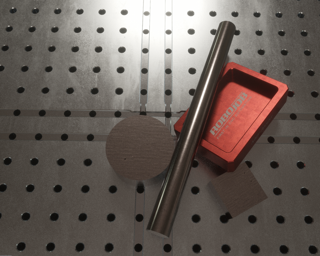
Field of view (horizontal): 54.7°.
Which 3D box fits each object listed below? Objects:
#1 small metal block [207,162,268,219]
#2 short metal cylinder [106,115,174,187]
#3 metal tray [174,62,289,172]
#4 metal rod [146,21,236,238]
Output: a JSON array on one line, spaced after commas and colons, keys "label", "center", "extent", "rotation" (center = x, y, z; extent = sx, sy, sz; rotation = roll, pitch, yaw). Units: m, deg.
[{"label": "small metal block", "center": [0.095, 0.078, 0.384], "extent": [0.050, 0.025, 0.050], "rotation": [-27, 73, -10]}, {"label": "short metal cylinder", "center": [-0.024, 0.030, 0.387], "extent": [0.081, 0.050, 0.080], "rotation": [0, 70, 0]}, {"label": "metal tray", "center": [0.092, -0.019, 0.403], "extent": [0.090, 0.030, 0.130], "rotation": [32, 72, 29]}, {"label": "metal rod", "center": [0.047, -0.018, 0.381], "extent": [0.025, 0.025, 0.300], "rotation": [19, 65, 6]}]
